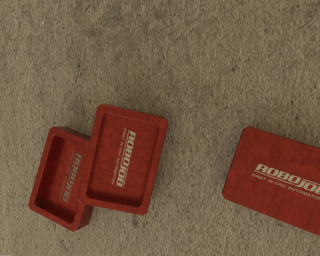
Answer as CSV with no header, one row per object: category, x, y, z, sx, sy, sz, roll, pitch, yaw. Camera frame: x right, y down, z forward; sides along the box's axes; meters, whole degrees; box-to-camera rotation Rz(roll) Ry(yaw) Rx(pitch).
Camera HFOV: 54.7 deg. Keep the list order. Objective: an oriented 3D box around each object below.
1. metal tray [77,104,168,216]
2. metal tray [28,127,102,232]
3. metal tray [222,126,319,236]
metal tray,-0.048,0.040,0.405,0.091,0.030,0.129,13,95,-5
metal tray,-0.133,0.072,0.453,0.090,0.030,0.129,20,97,18
metal tray,0.148,0.059,0.354,0.130,0.030,0.089,19,96,19
